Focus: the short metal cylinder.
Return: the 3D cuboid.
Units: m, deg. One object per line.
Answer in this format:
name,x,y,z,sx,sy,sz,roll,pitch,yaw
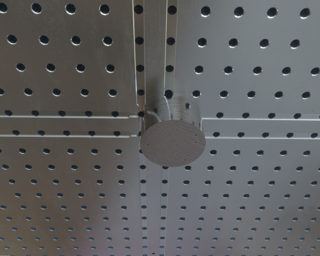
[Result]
short metal cylinder,0.016,0.005,0.400,0.081,0.050,0.079,0,130,0
